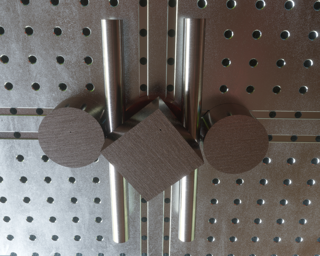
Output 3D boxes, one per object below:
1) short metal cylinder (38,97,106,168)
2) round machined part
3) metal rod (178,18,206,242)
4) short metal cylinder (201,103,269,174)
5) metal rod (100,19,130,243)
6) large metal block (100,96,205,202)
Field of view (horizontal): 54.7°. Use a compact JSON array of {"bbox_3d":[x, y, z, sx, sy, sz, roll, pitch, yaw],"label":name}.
[{"bbox_3d":[-0.108,0.004,0.400,0.081,0.050,0.079,0,110,0],"label":"short metal cylinder"},{"bbox_3d":[-0.008,0.009,0.408,0.099,0.042,0.097,0,110,0],"label":"round machined part"},{"bbox_3d":[0.039,0.017,0.398,0.025,0.025,0.298,0,110,0],"label":"metal rod"},{"bbox_3d":[0.094,0.013,0.405,0.081,0.050,0.079,0,110,0],"label":"short metal cylinder"},{"bbox_3d":[-0.055,0.019,0.397,0.025,0.025,0.298,0,110,0],"label":"metal rod"},{"bbox_3d":[-0.008,0.024,0.358,0.080,0.050,0.080,-36,106,12],"label":"large metal block"}]
